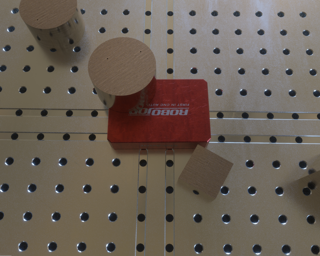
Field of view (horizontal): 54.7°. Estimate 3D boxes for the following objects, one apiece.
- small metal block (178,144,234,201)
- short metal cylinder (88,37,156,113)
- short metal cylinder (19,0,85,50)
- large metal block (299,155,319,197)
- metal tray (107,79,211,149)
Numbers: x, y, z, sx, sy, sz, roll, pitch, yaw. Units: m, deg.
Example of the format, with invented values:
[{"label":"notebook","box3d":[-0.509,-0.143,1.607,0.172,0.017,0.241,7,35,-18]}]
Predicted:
[{"label":"small metal block","box3d":[0.057,0.057,0.391,0.050,0.025,0.050,29,72,10]},{"label":"short metal cylinder","box3d":[-0.045,-0.066,0.390,0.081,0.050,0.080,0,70,0]},{"label":"short metal cylinder","box3d":[-0.156,-0.163,0.457,0.081,0.050,0.080,0,70,0]},{"label":"large metal block","box3d":[0.227,0.063,0.361,0.050,0.080,0.080,-43,76,-14]},{"label":"metal tray","box3d":[-0.001,-0.019,0.416,0.131,0.030,0.090,0,70,-1]}]
